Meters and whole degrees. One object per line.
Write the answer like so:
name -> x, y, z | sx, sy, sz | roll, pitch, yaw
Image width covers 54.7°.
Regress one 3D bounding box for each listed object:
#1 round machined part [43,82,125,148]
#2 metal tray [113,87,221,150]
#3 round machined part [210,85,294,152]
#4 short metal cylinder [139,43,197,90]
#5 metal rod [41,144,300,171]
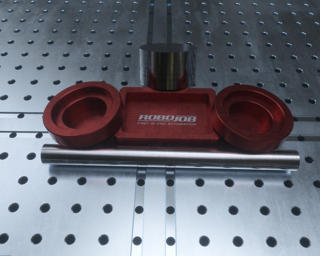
round machined part -> -0.093, -0.012, 0.395 | 0.099, 0.042, 0.098 | -5, 47, 6
metal tray -> 0.010, -0.012, 0.409 | 0.131, 0.030, 0.090 | 1, 51, 0
round machined part -> 0.112, -0.008, 0.392 | 0.099, 0.042, 0.098 | 5, 48, -6
short metal cylinder -> 0.011, -0.090, 0.443 | 0.081, 0.050, 0.080 | 0, 24, 0
metal rod -> 0.011, 0.035, 0.373 | 0.302, 0.025, 0.025 | 1, 50, 1
